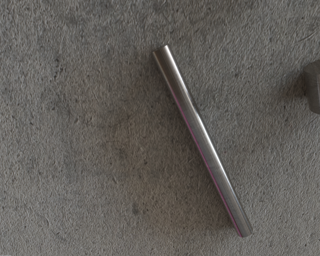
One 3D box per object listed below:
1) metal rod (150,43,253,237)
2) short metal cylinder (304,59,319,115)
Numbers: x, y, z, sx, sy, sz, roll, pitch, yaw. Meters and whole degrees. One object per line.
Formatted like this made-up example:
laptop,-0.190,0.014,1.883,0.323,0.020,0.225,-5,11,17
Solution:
metal rod,0.064,0.030,0.421,0.025,0.025,0.299,-24,109,8
short metal cylinder,0.216,-0.053,0.363,0.080,0.080,0.050,-15,110,5
